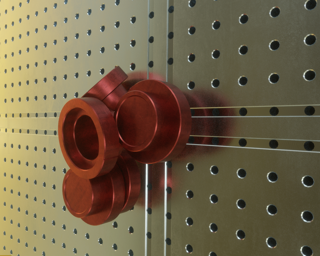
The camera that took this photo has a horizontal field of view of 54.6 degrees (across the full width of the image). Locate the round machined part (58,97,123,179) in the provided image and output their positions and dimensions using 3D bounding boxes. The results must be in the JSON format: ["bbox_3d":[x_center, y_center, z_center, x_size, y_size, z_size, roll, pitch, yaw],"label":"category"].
[{"bbox_3d":[-0.081,0.010,0.383,0.098,0.042,0.097,10,105,41],"label":"round machined part"}]

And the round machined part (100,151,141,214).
[{"bbox_3d":[-0.077,0.075,0.436,0.098,0.042,0.097,0,90,40],"label":"round machined part"}]

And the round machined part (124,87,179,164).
[{"bbox_3d":[-0.018,-0.004,0.387,0.098,0.042,0.097,0,90,40],"label":"round machined part"}]

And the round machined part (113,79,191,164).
[{"bbox_3d":[-0.016,-0.008,0.356,0.098,0.042,0.097,-1,89,40],"label":"round machined part"}]

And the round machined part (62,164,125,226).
[{"bbox_3d":[-0.096,0.084,0.424,0.098,0.042,0.097,0,90,40],"label":"round machined part"}]

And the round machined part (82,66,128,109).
[{"bbox_3d":[-0.081,-0.040,0.442,0.098,0.098,0.042,-34,104,35],"label":"round machined part"}]
